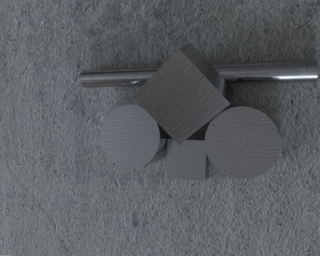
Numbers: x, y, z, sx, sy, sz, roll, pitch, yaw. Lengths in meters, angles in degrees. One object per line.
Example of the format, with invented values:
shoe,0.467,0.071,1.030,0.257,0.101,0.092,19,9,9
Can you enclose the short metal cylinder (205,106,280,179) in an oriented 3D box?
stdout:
short metal cylinder,0.097,0.016,0.362,0.080,0.050,0.079,0,90,20

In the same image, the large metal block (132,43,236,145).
large metal block,0.029,-0.040,0.368,0.080,0.050,0.080,47,119,-3

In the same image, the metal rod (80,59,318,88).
metal rod,0.034,-0.068,0.398,0.301,0.025,0.025,1,91,19

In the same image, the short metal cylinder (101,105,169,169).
short metal cylinder,-0.029,0.011,0.406,0.080,0.050,0.079,0,90,20

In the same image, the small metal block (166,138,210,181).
small metal block,0.037,0.039,0.398,0.050,0.025,0.050,2,91,20
